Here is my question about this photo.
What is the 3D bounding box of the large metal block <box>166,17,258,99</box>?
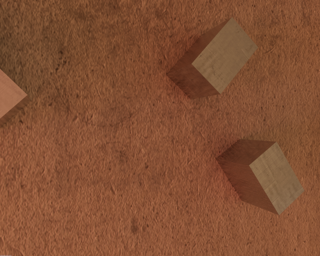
[{"bbox_3d":[0.065,-0.086,0.403,0.050,0.080,0.080,43,76,-15],"label":"large metal block"}]

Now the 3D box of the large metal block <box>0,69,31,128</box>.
[{"bbox_3d":[-0.182,-0.042,0.312,0.050,0.080,0.080,-47,105,-14],"label":"large metal block"}]

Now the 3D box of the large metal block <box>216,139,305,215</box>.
[{"bbox_3d":[0.136,0.064,0.430,0.050,0.080,0.080,-36,102,-16],"label":"large metal block"}]
